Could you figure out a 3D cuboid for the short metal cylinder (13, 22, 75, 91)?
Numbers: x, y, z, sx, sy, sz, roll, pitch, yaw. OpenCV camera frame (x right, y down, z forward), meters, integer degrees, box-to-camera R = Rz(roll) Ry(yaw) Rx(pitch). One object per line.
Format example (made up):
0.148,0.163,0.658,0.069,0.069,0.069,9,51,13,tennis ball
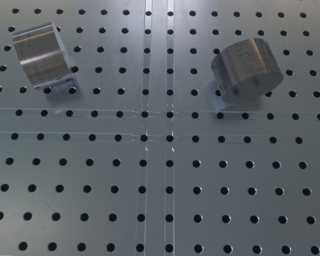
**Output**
-0.154,-0.096,0.416,0.050,0.080,0.080,-20,71,-7,short metal cylinder

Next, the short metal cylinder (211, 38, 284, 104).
0.114,-0.073,0.410,0.081,0.080,0.050,-14,71,-5,short metal cylinder
